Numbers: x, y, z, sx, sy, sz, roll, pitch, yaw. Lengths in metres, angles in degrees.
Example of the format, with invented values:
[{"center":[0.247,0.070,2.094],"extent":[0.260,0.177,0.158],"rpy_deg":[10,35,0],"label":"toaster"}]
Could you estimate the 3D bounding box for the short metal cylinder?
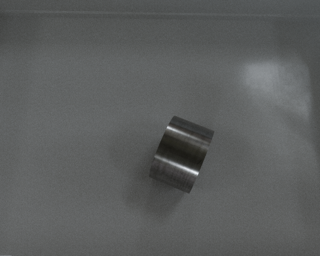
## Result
[{"center":[0.026,0.031,0.369],"extent":[0.050,0.080,0.080],"rpy_deg":[22,72,7],"label":"short metal cylinder"}]
